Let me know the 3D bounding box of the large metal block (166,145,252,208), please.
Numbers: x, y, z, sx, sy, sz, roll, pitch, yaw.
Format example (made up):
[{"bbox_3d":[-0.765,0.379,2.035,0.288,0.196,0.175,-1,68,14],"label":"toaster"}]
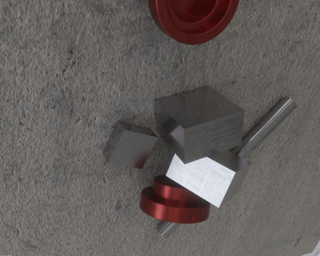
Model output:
[{"bbox_3d":[0.069,0.056,0.422,0.080,0.080,0.050,-5,119,-60],"label":"large metal block"}]

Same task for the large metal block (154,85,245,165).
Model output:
[{"bbox_3d":[0.047,-0.008,0.392,0.081,0.080,0.050,-17,125,-19],"label":"large metal block"}]

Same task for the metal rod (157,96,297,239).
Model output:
[{"bbox_3d":[0.106,0.066,0.505,0.300,0.025,0.025,-47,129,4],"label":"metal rod"}]

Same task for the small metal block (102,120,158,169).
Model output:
[{"bbox_3d":[-0.039,0.022,0.400,0.050,0.025,0.050,14,111,-34],"label":"small metal block"}]

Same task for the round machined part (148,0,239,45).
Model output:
[{"bbox_3d":[0.032,-0.142,0.326,0.099,0.042,0.097,-14,124,-21],"label":"round machined part"}]

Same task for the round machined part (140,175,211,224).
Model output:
[{"bbox_3d":[0.023,0.095,0.435,0.099,0.098,0.042,5,95,-31],"label":"round machined part"}]
